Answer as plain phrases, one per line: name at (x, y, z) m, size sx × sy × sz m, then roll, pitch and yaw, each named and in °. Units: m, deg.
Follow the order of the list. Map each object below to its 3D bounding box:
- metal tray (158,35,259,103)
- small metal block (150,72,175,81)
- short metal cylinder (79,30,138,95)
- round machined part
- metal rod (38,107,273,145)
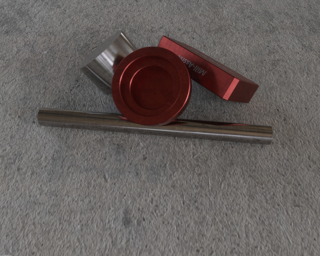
metal tray at (0.066, -0.082, 0.438) m, size 0.130 × 0.030 × 0.091 m, roll 38°, pitch 21°, yaw 27°
small metal block at (-0.001, -0.066, 0.442) m, size 0.050 × 0.050 × 0.025 m, roll 19°, pitch 53°, yaw 15°
short metal cylinder at (-0.068, -0.093, 0.441) m, size 0.080 × 0.050 × 0.080 m, roll -33°, pitch 26°, yaw 19°
round machined part at (-0.008, -0.050, 0.395) m, size 0.098 × 0.042 × 0.097 m, roll -1°, pitch 85°, yaw 12°
metal rod at (-0.009, -0.003, 0.407) m, size 0.302 × 0.025 × 0.025 m, roll 5°, pitch 50°, yaw 4°
